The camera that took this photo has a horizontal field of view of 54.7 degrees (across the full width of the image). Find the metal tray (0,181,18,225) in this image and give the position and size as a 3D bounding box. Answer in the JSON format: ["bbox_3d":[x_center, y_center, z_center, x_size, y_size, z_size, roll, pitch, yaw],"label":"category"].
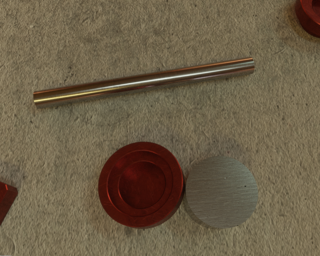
[{"bbox_3d":[-0.253,0.089,0.369,0.131,0.030,0.090,20,71,7],"label":"metal tray"}]

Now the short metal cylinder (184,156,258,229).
[{"bbox_3d":[0.069,0.078,0.367,0.081,0.050,0.080,0,70,-1],"label":"short metal cylinder"}]

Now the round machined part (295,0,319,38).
[{"bbox_3d":[0.252,-0.175,0.466,0.099,0.042,0.098,0,70,-1],"label":"round machined part"}]

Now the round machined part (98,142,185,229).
[{"bbox_3d":[-0.019,0.069,0.367,0.098,0.042,0.098,-4,66,10],"label":"round machined part"}]

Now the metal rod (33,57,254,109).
[{"bbox_3d":[-0.019,-0.064,0.431,0.302,0.025,0.025,-10,71,-4],"label":"metal rod"}]
